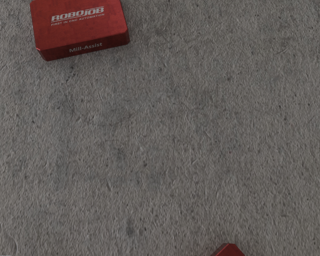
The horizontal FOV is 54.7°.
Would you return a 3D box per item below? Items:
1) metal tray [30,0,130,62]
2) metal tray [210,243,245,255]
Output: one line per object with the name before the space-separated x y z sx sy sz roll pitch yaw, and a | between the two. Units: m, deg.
metal tray | -0.119 -0.157 0.462 0.131 0.030 0.090 -14 71 -5
metal tray | 0.059 0.201 0.332 0.130 0.030 0.090 -38 75 -13
